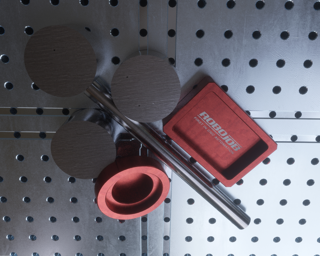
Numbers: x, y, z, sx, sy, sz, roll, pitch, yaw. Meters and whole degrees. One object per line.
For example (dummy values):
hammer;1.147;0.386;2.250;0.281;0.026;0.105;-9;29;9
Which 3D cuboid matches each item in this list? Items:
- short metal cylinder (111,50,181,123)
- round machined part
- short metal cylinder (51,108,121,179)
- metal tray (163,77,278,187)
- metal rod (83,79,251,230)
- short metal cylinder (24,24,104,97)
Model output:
short metal cylinder;-0.016;-0.052;0.380;0.081;0.050;0.079;0;110;0
round machined part;-0.039;0.075;0.420;0.099;0.042;0.097;-11;127;-15
short metal cylinder;-0.094;0.020;0.406;0.081;0.050;0.079;0;110;0
metal tray;0.078;0.008;0.413;0.130;0.030;0.090;42;105;-14
metal rod;0.019;0.044;0.430;0.300;0.025;0.025;42;105;-14
short metal cylinder;-0.111;-0.082;0.369;0.081;0.050;0.079;0;110;0
